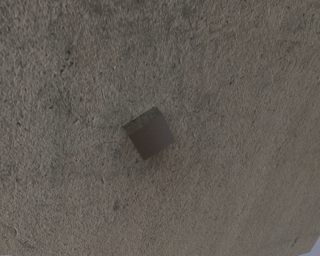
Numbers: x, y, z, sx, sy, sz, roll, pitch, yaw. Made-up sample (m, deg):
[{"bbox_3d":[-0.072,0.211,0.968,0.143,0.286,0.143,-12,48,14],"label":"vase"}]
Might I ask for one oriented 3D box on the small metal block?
[{"bbox_3d":[-0.014,0.007,0.407,0.050,0.025,0.050,-32,129,-8],"label":"small metal block"}]
